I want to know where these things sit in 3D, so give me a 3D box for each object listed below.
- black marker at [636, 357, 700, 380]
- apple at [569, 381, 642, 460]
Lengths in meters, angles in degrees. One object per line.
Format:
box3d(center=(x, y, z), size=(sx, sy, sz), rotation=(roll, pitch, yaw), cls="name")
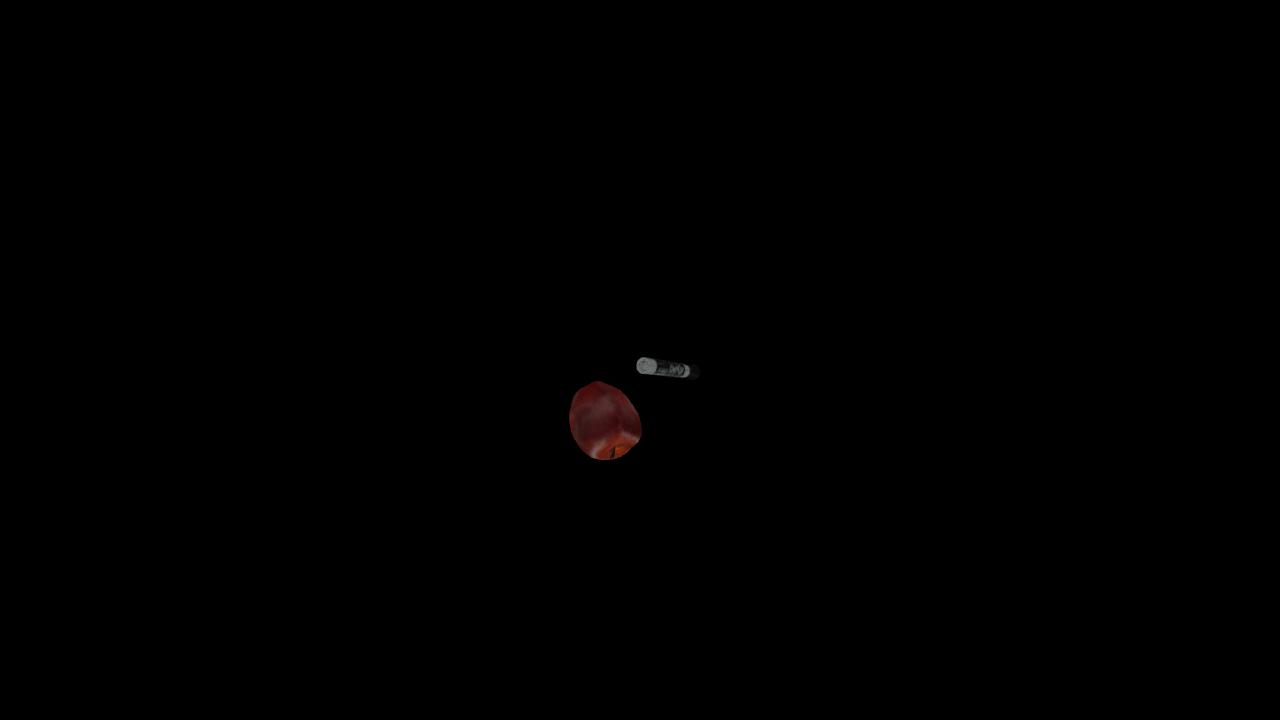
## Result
box3d(center=(0.037, 0.011, 0.731), size=(0.020, 0.020, 0.121), rotation=(0, -5, 35), cls="black marker")
box3d(center=(-0.042, 0.070, 0.693), size=(0.079, 0.093, 0.079), rotation=(-16, -32, -10), cls="apple")
